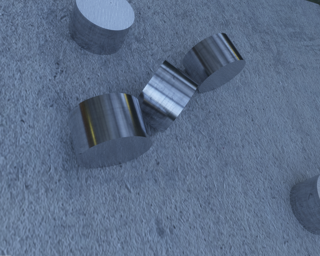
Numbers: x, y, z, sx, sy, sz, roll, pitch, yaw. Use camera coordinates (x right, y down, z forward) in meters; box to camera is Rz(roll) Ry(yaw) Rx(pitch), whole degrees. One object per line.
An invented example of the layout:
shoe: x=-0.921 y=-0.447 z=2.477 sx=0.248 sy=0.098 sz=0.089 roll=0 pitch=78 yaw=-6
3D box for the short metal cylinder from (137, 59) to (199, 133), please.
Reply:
short metal cylinder: x=0.005 y=-0.040 z=0.395 sx=0.050 sy=0.080 sz=0.080 roll=36 pitch=51 yaw=-5

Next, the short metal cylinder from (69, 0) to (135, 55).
short metal cylinder: x=-0.082 y=-0.150 z=0.435 sx=0.081 sy=0.050 sz=0.080 roll=14 pitch=56 yaw=-21

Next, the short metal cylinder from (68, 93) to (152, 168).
short metal cylinder: x=-0.054 y=0.005 z=0.336 sx=0.081 sy=0.080 sz=0.050 roll=-5 pitch=64 yaw=-30

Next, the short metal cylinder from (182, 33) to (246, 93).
short metal cylinder: x=0.082 y=-0.098 z=0.472 sx=0.081 sy=0.080 sz=0.050 roll=-18 pitch=72 yaw=-35

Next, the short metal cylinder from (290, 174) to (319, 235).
short metal cylinder: x=0.239 y=0.109 z=0.449 sx=0.081 sy=0.050 sz=0.080 roll=14 pitch=56 yaw=-21
